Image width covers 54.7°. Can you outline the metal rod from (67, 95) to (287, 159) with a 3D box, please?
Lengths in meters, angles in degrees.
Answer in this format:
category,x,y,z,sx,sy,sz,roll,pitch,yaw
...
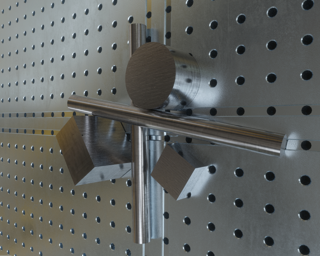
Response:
category,x,y,z,sx,sy,sz,roll,pitch,yaw
metal rod,-0.003,-0.010,0.385,0.300,0.025,0.025,13,98,31

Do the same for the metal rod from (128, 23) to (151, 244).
category,x,y,z,sx,sy,sz,roll,pitch,yaw
metal rod,-0.028,0.007,0.431,0.025,0.025,0.298,-2,89,39

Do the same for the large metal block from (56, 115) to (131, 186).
category,x,y,z,sx,sy,sz,roll,pitch,yaw
large metal block,-0.089,0.030,0.443,0.050,0.081,0.080,-42,65,32

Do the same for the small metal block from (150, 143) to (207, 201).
category,x,y,z,sx,sy,sz,roll,pitch,yaw
small metal block,0.022,0.054,0.390,0.050,0.025,0.050,40,114,32

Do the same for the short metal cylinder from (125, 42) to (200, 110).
category,x,y,z,sx,sy,sz,roll,pitch,yaw
short metal cylinder,0.003,-0.063,0.389,0.080,0.050,0.079,0,90,39
